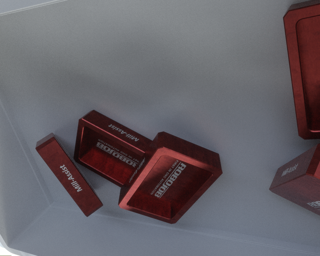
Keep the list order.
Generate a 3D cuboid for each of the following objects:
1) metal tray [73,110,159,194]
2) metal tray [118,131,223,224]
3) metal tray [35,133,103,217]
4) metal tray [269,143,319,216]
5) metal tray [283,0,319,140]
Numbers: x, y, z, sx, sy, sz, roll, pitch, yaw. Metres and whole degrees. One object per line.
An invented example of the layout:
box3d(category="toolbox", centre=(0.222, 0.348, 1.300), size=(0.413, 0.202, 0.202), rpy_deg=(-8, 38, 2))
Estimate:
box3d(category="metal tray", centre=(-0.063, 0.040, 0.463), size=(0.130, 0.030, 0.089), rpy_deg=(27, 128, 10))
box3d(category="metal tray", centre=(0.010, 0.072, 0.415), size=(0.091, 0.030, 0.129), rpy_deg=(22, 126, -16))
box3d(category="metal tray", centre=(-0.146, 0.071, 0.495), size=(0.130, 0.030, 0.090), rpy_deg=(58, 165, -14))
box3d(category="metal tray", centre=(0.171, 0.062, 0.305), size=(0.090, 0.030, 0.130), rpy_deg=(26, 167, 12))
box3d(category="metal tray", centre=(0.170, -0.053, 0.282), size=(0.090, 0.030, 0.129), rpy_deg=(-4, 117, 30))
